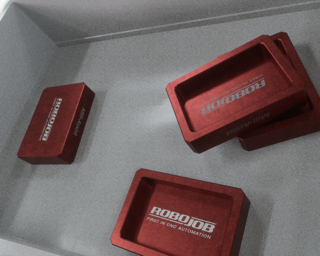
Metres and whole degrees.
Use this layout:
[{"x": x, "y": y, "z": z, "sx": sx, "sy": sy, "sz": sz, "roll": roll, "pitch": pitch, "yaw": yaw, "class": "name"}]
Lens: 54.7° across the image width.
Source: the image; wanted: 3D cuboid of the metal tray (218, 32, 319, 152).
[{"x": 0.124, "y": -0.046, "z": 0.364, "sx": 0.090, "sy": 0.030, "sz": 0.130, "roll": -19, "pitch": 54, "yaw": 17, "class": "metal tray"}]

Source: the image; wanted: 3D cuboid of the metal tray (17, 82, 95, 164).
[{"x": -0.163, "y": -0.008, "z": 0.493, "sx": 0.090, "sy": 0.030, "sz": 0.130, "roll": -3, "pitch": 60, "yaw": 26, "class": "metal tray"}]

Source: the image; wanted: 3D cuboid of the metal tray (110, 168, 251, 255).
[{"x": 0.020, "y": 0.099, "z": 0.330, "sx": 0.130, "sy": 0.030, "sz": 0.090, "roll": 7, "pitch": 65, "yaw": 31, "class": "metal tray"}]

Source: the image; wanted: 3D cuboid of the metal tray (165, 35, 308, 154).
[{"x": 0.079, "y": -0.038, "z": 0.344, "sx": 0.130, "sy": 0.030, "sz": 0.090, "roll": -26, "pitch": 53, "yaw": 11, "class": "metal tray"}]
